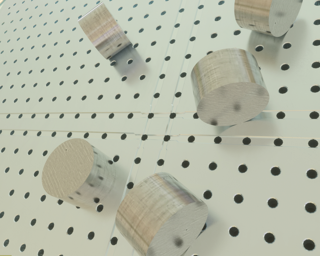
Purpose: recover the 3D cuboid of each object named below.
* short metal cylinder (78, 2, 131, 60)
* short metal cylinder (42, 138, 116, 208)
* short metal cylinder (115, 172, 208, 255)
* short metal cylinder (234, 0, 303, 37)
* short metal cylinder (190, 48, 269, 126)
[{"bbox_3d":[-0.092,-0.162,0.521,0.050,0.080,0.080,-35,51,6],"label":"short metal cylinder"},{"bbox_3d":[-0.107,0.060,0.412,0.080,0.050,0.080,-13,56,21],"label":"short metal cylinder"},{"bbox_3d":[0.002,0.092,0.315,0.080,0.080,0.050,-49,51,-6],"label":"short metal cylinder"},{"bbox_3d":[0.141,-0.164,0.399,0.050,0.080,0.080,31,79,38],"label":"short metal cylinder"},{"bbox_3d":[0.079,-0.045,0.359,0.080,0.080,0.050,-18,55,18],"label":"short metal cylinder"}]
